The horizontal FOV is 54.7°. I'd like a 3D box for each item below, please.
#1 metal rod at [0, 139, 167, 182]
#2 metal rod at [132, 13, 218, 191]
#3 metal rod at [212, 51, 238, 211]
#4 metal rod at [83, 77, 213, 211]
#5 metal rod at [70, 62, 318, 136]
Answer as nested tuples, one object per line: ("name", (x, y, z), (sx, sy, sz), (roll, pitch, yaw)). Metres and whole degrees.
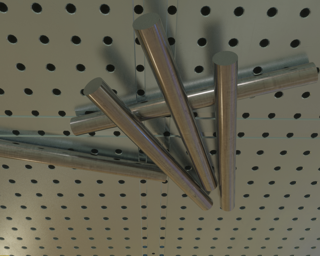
("metal rod", (-0.138, 0.043, 0.446), (0.302, 0.025, 0.025), (10, 129, -10))
("metal rod", (0.033, -0.002, 0.379), (0.025, 0.025, 0.299), (-14, 138, 11))
("metal rod", (0.090, 0.030, 0.416), (0.025, 0.025, 0.299), (-8, 137, 6))
("metal rod", (0.004, 0.042, 0.424), (0.025, 0.025, 0.300), (-24, 134, 19))
("metal rod", (0.033, -0.033, 0.383), (0.301, 0.025, 0.025), (-12, 129, 9))
